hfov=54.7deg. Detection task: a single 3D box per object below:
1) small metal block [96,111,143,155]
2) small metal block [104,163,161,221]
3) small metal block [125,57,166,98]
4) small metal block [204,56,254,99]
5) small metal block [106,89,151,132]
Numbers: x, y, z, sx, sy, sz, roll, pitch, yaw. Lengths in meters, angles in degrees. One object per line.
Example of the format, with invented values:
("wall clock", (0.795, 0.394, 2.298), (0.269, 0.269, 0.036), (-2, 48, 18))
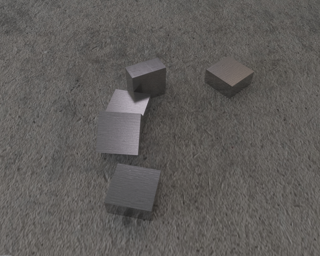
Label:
("small metal block", (-0.049, 0.007, 0.381), (0.050, 0.025, 0.050), (4, 86, 3))
("small metal block", (-0.028, 0.070, 0.344), (0.050, 0.025, 0.050), (9, 51, 7))
("small metal block", (-0.020, -0.067, 0.443), (0.050, 0.050, 0.025), (-21, 53, -17))
("small metal block", (0.104, -0.078, 0.469), (0.050, 0.025, 0.050), (-34, 58, -25))
("small metal block", (-0.043, -0.024, 0.423), (0.050, 0.025, 0.050), (10, 51, 8))
